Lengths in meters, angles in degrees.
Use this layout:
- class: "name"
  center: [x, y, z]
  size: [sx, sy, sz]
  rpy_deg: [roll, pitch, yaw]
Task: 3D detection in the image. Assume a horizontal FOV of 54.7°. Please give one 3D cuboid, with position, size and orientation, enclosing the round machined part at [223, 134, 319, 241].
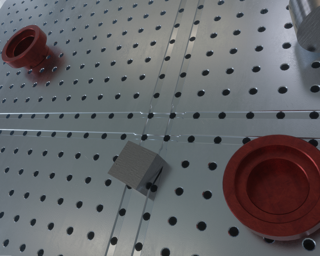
- class: "round machined part"
  center: [0.115, 0.059, 0.301]
  size: [0.098, 0.042, 0.098]
  rpy_deg: [-13, 56, 21]

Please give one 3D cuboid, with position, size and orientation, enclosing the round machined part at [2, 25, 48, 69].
- class: "round machined part"
  center: [-0.272, -0.161, 0.639]
  size: [0.098, 0.042, 0.098]
  rpy_deg: [-13, 56, 21]

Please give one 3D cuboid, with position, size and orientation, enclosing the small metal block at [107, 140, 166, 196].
- class: "small metal block"
  center: [-0.030, 0.050, 0.393]
  size: [0.050, 0.025, 0.050]
  rpy_deg: [22, 73, 36]

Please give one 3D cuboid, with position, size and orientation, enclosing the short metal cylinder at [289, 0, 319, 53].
- class: "short metal cylinder"
  center: [0.194, -0.132, 0.352]
  size: [0.080, 0.080, 0.050]
  rpy_deg: [-12, 57, 22]
